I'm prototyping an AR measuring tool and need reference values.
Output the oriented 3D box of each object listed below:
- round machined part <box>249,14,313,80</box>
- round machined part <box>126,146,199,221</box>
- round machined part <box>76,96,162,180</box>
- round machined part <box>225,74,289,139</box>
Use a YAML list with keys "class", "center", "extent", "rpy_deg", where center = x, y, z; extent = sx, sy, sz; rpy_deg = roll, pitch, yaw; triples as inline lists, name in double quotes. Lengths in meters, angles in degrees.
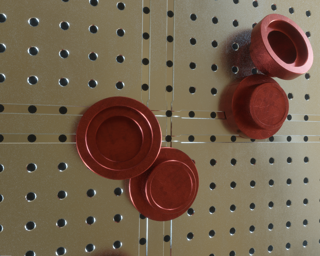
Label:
- class: "round machined part"
  center: [0.172, -0.114, 0.456]
  extent: [0.099, 0.042, 0.098]
  rpy_deg: [9, 67, -23]
- class: "round machined part"
  center: [0.008, 0.074, 0.406]
  extent: [0.099, 0.042, 0.097]
  rpy_deg: [0, 90, -20]
- class: "round machined part"
  center: [-0.050, 0.014, 0.377]
  extent: [0.099, 0.042, 0.098]
  rpy_deg: [2, 80, -10]
- class: "round machined part"
  center: [0.149, -0.032, 0.458]
  extent: [0.099, 0.042, 0.097]
  rpy_deg: [0, 90, -20]
